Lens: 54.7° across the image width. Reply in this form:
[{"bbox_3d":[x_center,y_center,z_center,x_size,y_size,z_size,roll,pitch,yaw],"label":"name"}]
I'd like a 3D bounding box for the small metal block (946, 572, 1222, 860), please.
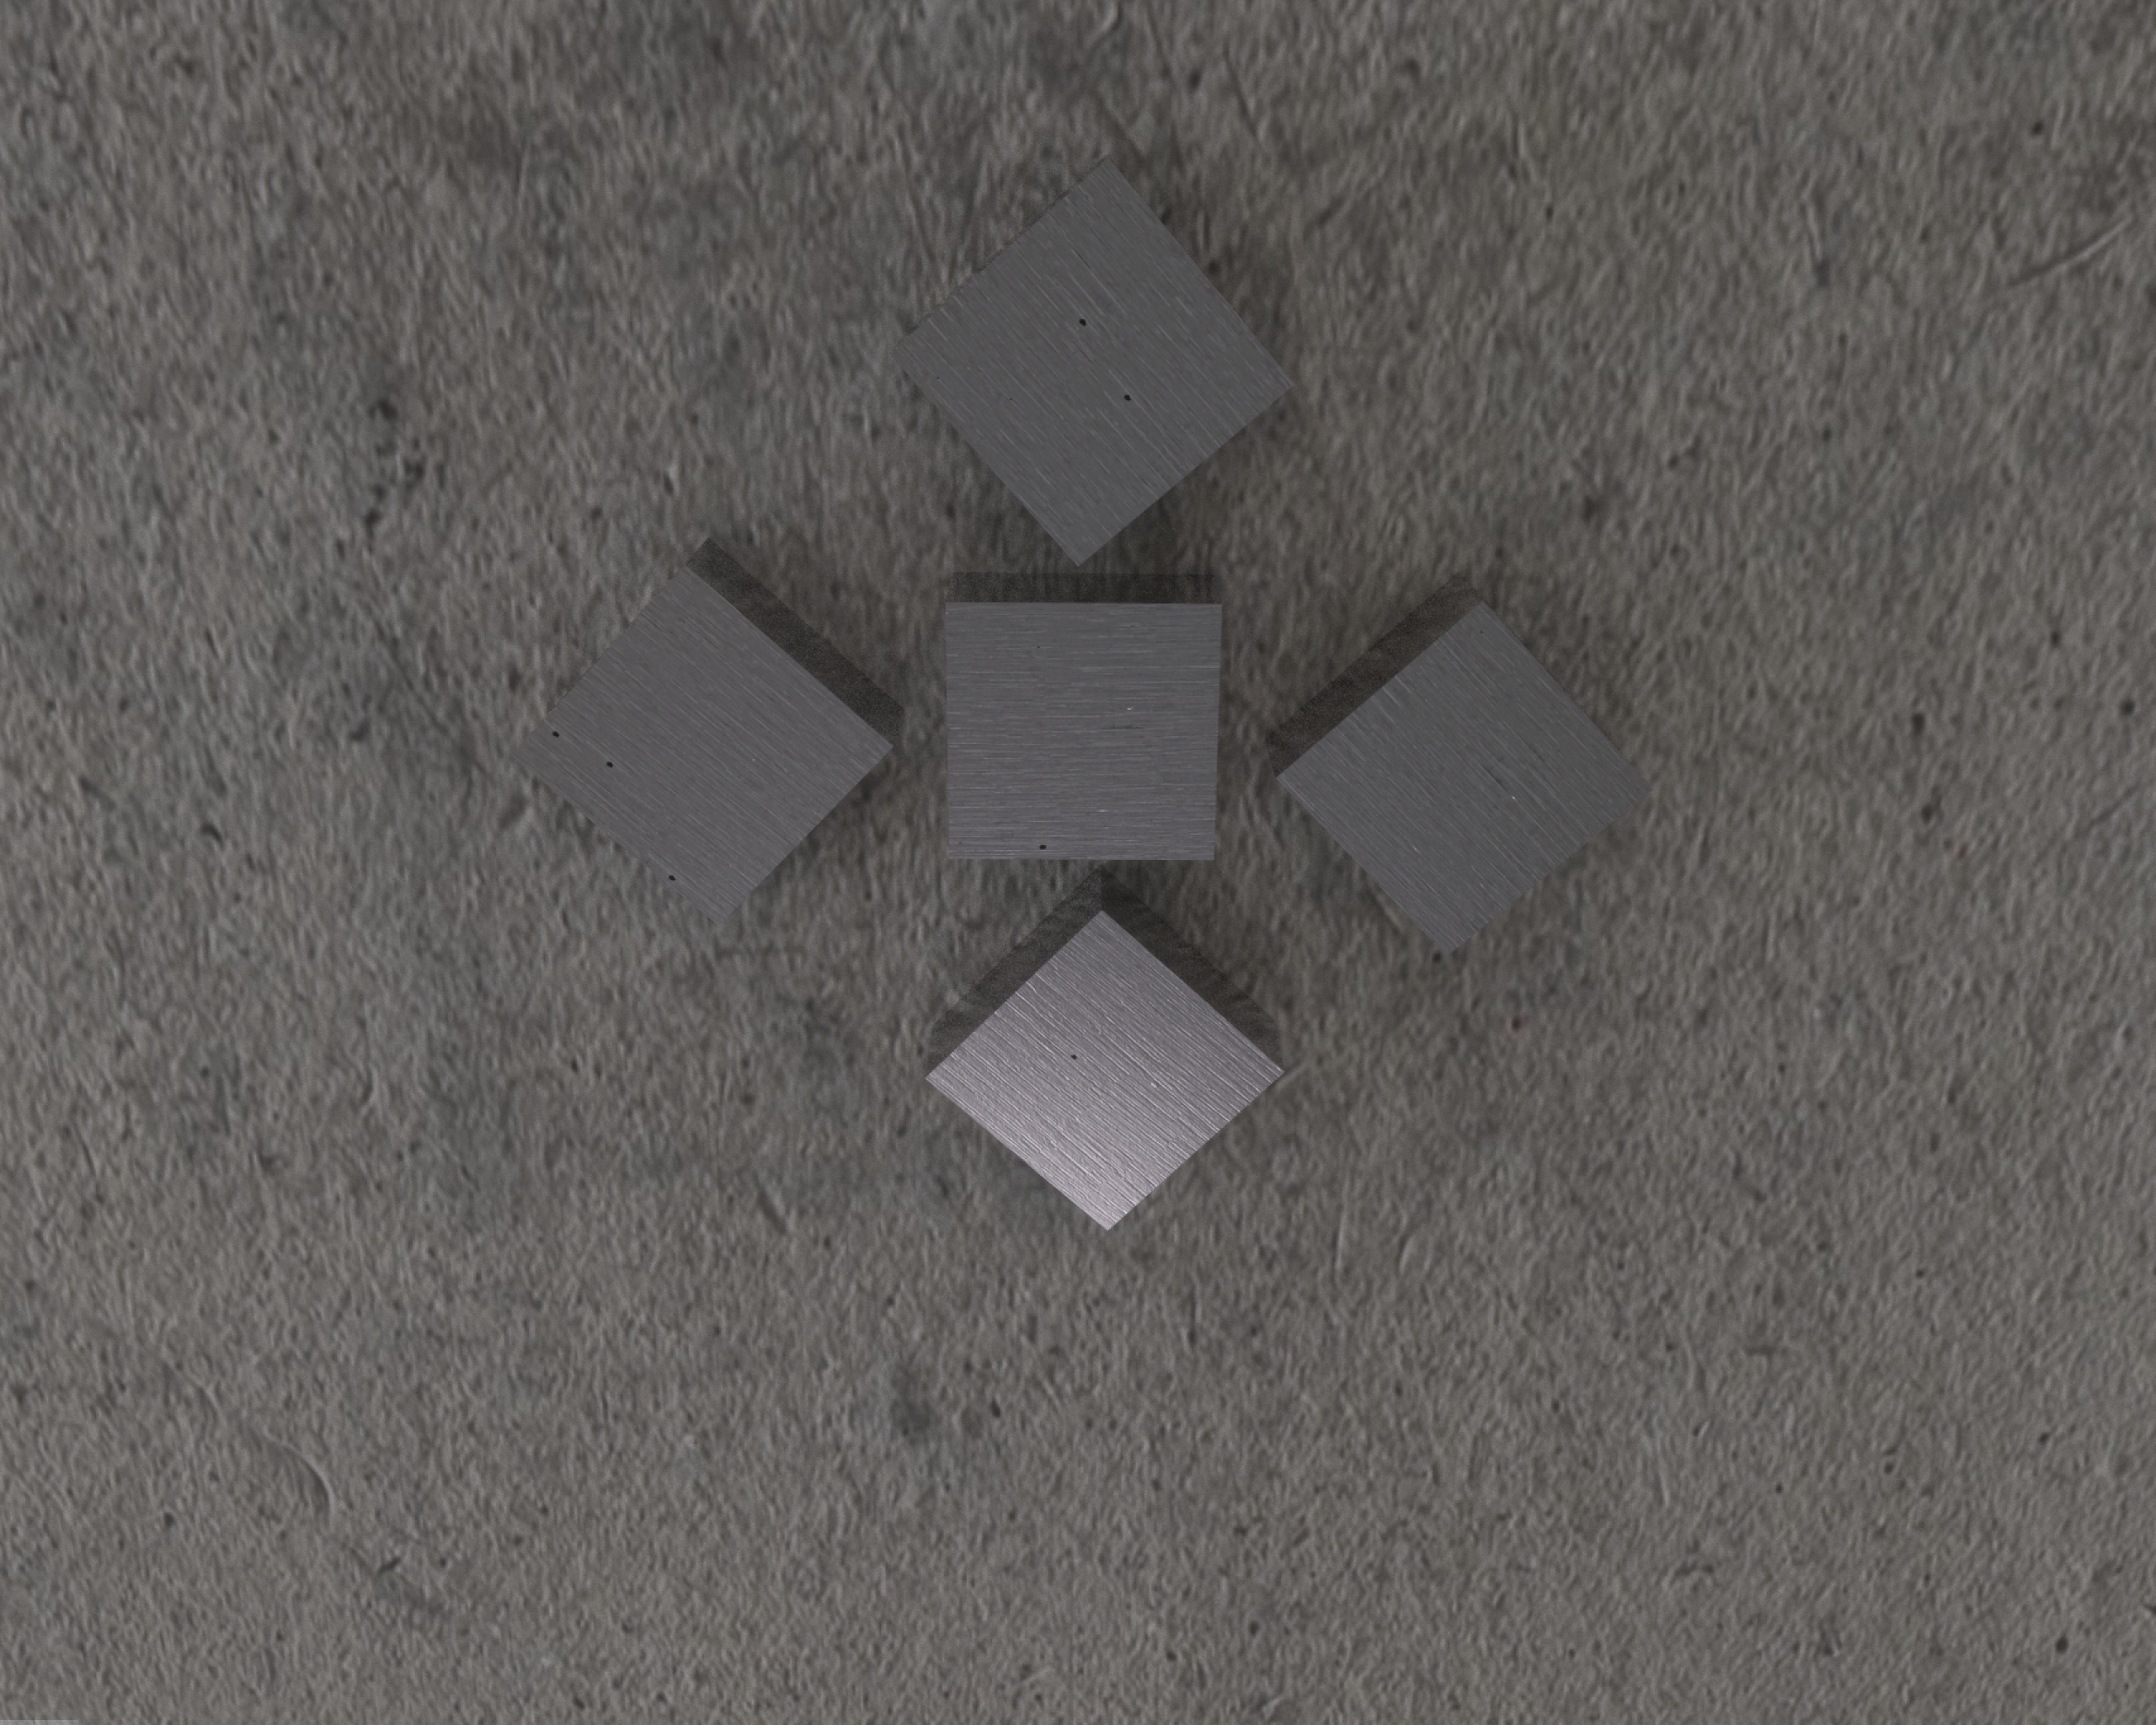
[{"bbox_3d":[0.001,-0.028,0.399,0.050,0.025,0.050,0,110,-1],"label":"small metal block"}]

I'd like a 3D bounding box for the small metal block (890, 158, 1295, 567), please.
[{"bbox_3d":[0.003,-0.091,0.376,0.050,0.025,0.050,-39,106,13],"label":"small metal block"}]

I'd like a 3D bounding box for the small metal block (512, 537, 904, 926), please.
[{"bbox_3d":[-0.070,-0.025,0.400,0.050,0.025,0.050,42,105,-14],"label":"small metal block"}]

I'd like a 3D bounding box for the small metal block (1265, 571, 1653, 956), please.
[{"bbox_3d":[0.073,-0.019,0.403,0.050,0.025,0.050,-41,105,13],"label":"small metal block"}]

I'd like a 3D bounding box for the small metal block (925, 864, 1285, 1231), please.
[{"bbox_3d":[0.005,0.038,0.424,0.050,0.025,0.050,42,105,-14],"label":"small metal block"}]
